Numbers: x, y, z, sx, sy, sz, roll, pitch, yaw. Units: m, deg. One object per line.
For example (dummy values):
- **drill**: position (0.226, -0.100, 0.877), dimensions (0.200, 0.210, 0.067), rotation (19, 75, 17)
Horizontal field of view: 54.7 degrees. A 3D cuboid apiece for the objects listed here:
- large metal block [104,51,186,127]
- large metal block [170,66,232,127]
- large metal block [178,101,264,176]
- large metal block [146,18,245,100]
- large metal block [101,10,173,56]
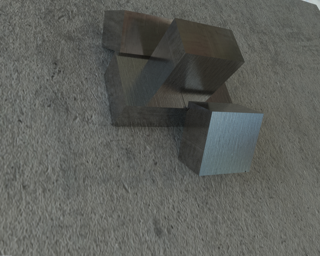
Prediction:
- **large metal block**: position (-0.022, -0.049, 0.406), dimensions (0.081, 0.050, 0.080), rotation (1, 62, -28)
- **large metal block**: position (0.049, -0.048, 0.445), dimensions (0.081, 0.050, 0.080), rotation (1, 62, -28)
- **large metal block**: position (0.077, 0.012, 0.398), dimensions (0.081, 0.079, 0.050), rotation (1, 18, -29)
- **large metal block**: position (0.040, -0.080, 0.378), dimensions (0.081, 0.080, 0.050), rotation (1, 61, -28)
- **large metal block**: position (-0.028, -0.129, 0.428), dimensions (0.081, 0.050, 0.080), rotation (0, 18, -28)
